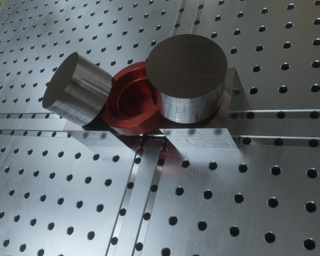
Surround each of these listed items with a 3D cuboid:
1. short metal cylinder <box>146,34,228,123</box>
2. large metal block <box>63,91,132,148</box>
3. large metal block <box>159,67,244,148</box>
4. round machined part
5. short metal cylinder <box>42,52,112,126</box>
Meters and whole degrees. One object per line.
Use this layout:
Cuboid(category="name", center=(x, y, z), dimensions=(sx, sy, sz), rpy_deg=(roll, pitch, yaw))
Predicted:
Cuboid(category="short metal cylinder", center=(0.028, -0.052, 0.328), dimensions=(0.080, 0.050, 0.080), rpy_deg=(-2, 63, 4))
Cuboid(category="large metal block", center=(-0.079, -0.020, 0.446), dimensions=(0.080, 0.050, 0.080), rpy_deg=(1, 62, 28))
Cuboid(category="large metal block", center=(0.053, -0.023, 0.378), dimensions=(0.080, 0.050, 0.080), rpy_deg=(-1, 61, 28))
Cuboid(category="round machined part", center=(-0.024, -0.033, 0.393), dimensions=(0.098, 0.042, 0.098), rpy_deg=(-13, 56, 21))
Cuboid(category="short metal cylinder", center=(-0.106, -0.049, 0.397), dimensions=(0.080, 0.050, 0.080), rpy_deg=(-31, 43, 34))
